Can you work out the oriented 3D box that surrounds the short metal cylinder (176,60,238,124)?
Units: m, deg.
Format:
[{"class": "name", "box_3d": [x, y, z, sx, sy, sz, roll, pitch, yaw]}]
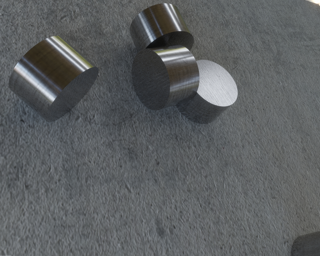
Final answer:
[{"class": "short metal cylinder", "box_3d": [0.066, -0.053, 0.455, 0.081, 0.050, 0.080, 14, 56, -21]}]

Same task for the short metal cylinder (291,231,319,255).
[{"class": "short metal cylinder", "box_3d": [0.219, 0.174, 0.399, 0.081, 0.050, 0.080, 14, 56, -21]}]

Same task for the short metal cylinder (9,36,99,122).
[{"class": "short metal cylinder", "box_3d": [-0.114, -0.053, 0.339, 0.050, 0.080, 0.080, 41, 51, 0]}]

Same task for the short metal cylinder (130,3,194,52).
[{"class": "short metal cylinder", "box_3d": [0.002, -0.132, 0.450, 0.081, 0.080, 0.050, -10, 67, -32]}]

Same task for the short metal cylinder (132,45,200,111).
[{"class": "short metal cylinder", "box_3d": [0.006, -0.068, 0.413, 0.050, 0.080, 0.080, -19, 72, -35]}]
